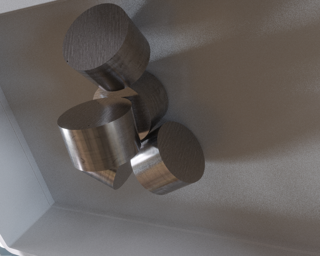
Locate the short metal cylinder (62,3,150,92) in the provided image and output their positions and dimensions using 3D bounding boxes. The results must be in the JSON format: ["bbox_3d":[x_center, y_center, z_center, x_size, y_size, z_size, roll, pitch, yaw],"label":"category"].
[{"bbox_3d":[-0.058,-0.087,0.340,0.080,0.080,0.050,4,163,26],"label":"short metal cylinder"}]

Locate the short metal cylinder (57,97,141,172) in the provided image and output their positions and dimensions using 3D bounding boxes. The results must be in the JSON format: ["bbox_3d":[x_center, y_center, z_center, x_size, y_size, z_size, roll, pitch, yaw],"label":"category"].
[{"bbox_3d":[-0.065,0.004,0.343,0.080,0.080,0.050,3,120,26],"label":"short metal cylinder"}]

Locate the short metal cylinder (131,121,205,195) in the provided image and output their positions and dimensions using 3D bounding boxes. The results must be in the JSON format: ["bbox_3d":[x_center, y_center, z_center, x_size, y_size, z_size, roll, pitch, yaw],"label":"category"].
[{"bbox_3d":[0.011,0.038,0.389,0.050,0.080,0.080,-32,101,39],"label":"short metal cylinder"}]

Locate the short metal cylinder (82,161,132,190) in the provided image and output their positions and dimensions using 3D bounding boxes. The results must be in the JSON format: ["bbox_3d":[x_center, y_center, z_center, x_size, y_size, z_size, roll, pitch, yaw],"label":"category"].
[{"bbox_3d":[-0.064,0.038,0.428,0.050,0.080,0.079,26,128,12],"label":"short metal cylinder"}]

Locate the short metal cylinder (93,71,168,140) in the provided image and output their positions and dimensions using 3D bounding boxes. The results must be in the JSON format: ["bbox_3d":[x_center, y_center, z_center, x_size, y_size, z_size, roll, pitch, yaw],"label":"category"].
[{"bbox_3d":[-0.036,-0.029,0.391,0.080,0.050,0.079,13,124,21],"label":"short metal cylinder"}]
